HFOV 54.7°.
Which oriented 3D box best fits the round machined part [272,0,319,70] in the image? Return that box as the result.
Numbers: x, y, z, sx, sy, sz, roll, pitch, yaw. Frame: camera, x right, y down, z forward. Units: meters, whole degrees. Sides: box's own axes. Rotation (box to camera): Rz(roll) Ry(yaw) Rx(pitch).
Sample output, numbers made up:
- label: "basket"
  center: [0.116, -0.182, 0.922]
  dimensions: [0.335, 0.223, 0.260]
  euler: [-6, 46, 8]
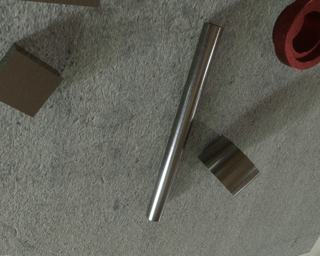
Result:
- label: "round machined part"
  center: [0.195, -0.132, 0.423]
  dimensions: [0.099, 0.042, 0.097]
  euler: [-14, 125, -21]

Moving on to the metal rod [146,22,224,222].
- label: "metal rod"
  center: [0.027, 0.008, 0.428]
  dimensions: [0.025, 0.025, 0.298]
  euler: [1, 118, -29]

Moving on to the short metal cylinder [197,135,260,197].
- label: "short metal cylinder"
  center: [0.102, 0.056, 0.464]
  dimensions: [0.050, 0.080, 0.080]
  euler: [-43, 130, 1]

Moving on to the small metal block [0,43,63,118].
- label: "small metal block"
  center: [-0.134, -0.046, 0.305]
  dimensions: [0.050, 0.025, 0.050]
  euler: [34, 99, -39]

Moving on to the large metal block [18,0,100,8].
- label: "large metal block"
  center: [-0.093, -0.147, 0.249]
  dimensions: [0.081, 0.050, 0.079]
  euler: [-5, 121, -26]
